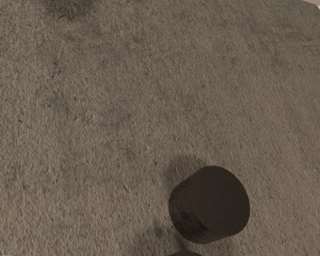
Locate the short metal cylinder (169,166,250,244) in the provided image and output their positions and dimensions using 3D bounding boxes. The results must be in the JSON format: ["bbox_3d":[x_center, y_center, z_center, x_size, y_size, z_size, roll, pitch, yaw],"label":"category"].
[{"bbox_3d":[0.057,0.091,0.365,0.081,0.050,0.080,14,56,-21],"label":"short metal cylinder"}]

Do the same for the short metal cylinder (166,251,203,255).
[{"bbox_3d":[0.017,0.165,0.298,0.081,0.050,0.080,14,56,-21],"label":"short metal cylinder"}]
